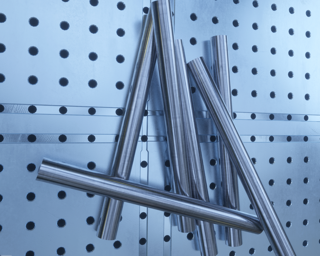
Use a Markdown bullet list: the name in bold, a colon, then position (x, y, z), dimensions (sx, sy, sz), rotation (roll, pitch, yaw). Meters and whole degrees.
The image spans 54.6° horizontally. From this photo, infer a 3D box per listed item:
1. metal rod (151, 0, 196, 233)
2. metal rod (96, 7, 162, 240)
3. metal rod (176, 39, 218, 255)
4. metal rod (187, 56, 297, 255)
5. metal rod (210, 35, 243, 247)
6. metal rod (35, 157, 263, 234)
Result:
- **metal rod**: position (0.019, -0.008, 0.404), dimensions (0.025, 0.025, 0.298), rotation (-10, 99, -20)
- **metal rod**: position (-0.035, -0.009, 0.399), dimensions (0.025, 0.025, 0.299), rotation (14, 85, -20)
- **metal rod**: position (0.044, 0.030, 0.428), dimensions (0.025, 0.025, 0.298), rotation (-11, 94, -20)
- **metal rod**: position (0.110, 0.044, 0.418), dimensions (0.025, 0.025, 0.299), rotation (-24, 87, -18)
- **metal rod**: position (0.096, 0.019, 0.447), dimensions (0.025, 0.025, 0.298), rotation (-5, 92, -20)
- **metal rod**: position (0.005, 0.090, 0.382), dimensions (0.302, 0.025, 0.025), rotation (19, 84, -21)
